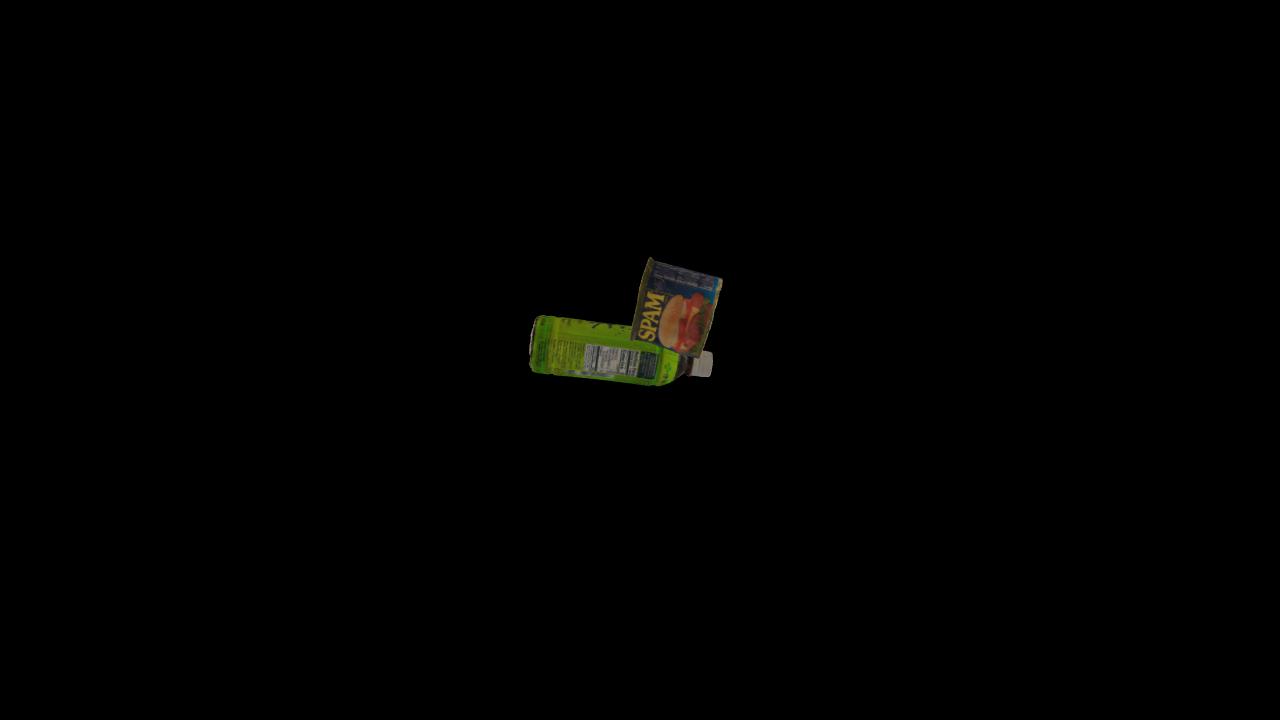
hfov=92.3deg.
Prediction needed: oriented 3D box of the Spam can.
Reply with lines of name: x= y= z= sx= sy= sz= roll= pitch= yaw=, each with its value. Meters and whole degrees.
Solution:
Spam can: x=0.039 y=-0.056 z=0.688 sx=0.085 sy=0.101 sz=0.058 roll=15 pitch=45 yaw=2

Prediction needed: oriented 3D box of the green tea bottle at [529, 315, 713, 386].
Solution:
green tea bottle: x=-0.021 y=-0.006 z=0.723 sx=0.212 sy=0.073 sz=0.073 roll=9 pitch=-1 yaw=-4
